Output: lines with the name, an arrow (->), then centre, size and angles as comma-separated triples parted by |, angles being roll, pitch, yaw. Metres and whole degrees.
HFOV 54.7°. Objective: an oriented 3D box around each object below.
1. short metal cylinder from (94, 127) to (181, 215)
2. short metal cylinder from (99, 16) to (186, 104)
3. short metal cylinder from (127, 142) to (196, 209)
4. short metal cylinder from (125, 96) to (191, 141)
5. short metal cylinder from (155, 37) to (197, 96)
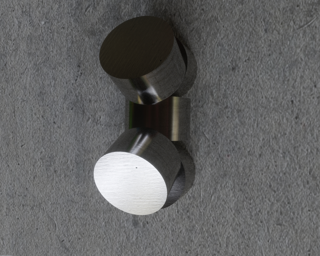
short metal cylinder -> -0.023, 0.046, 0.335 | 0.080, 0.050, 0.079 | 9, 121, 16
short metal cylinder -> -0.017, -0.072, 0.334 | 0.080, 0.050, 0.080 | -8, 62, 15
short metal cylinder -> 0.000, 0.058, 0.397 | 0.080, 0.050, 0.080 | 0, 90, 20
short metal cylinder -> -0.003, -0.011, 0.383 | 0.080, 0.080, 0.050 | 2, 91, 20
short metal cylinder -> 0.003, -0.077, 0.396 | 0.080, 0.050, 0.080 | 0, 90, 20
